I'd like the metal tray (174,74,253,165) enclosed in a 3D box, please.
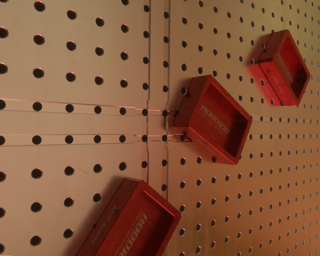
[{"bbox_3d":[0.088,-0.010,0.481,0.130,0.030,0.090,37,67,-34],"label":"metal tray"}]

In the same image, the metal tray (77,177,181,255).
[{"bbox_3d":[-0.037,0.138,0.377,0.090,0.030,0.130,47,62,-30],"label":"metal tray"}]

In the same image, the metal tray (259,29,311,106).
[{"bbox_3d":[0.253,-0.118,0.621,0.130,0.030,0.090,47,62,-30],"label":"metal tray"}]
